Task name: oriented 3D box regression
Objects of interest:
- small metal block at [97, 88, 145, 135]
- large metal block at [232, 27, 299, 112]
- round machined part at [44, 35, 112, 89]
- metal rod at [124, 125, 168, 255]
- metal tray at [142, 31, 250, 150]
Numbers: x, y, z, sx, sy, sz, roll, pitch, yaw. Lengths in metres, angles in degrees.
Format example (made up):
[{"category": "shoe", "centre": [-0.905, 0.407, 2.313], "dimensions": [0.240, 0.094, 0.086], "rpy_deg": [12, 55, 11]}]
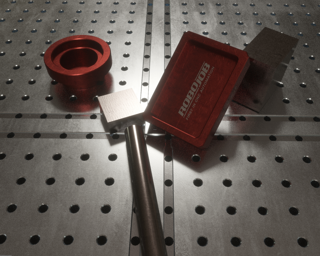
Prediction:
[{"category": "small metal block", "centre": [-0.053, -0.024, 0.427], "dimensions": [0.050, 0.025, 0.050], "rpy_deg": [-17, 52, -15]}, {"category": "large metal block", "centre": [0.146, -0.084, 0.443], "dimensions": [0.050, 0.080, 0.080], "rpy_deg": [30, 55, 21]}, {"category": "round machined part", "centre": [-0.123, -0.098, 0.477], "dimensions": [0.099, 0.042, 0.098], "rpy_deg": [0, 50, 0]}, {"category": "metal rod", "centre": [-0.007, 0.117, 0.308], "dimensions": [0.025, 0.025, 0.300], "rpy_deg": [-8, 51, -7]}, {"category": "metal tray", "centre": [0.046, -0.049, 0.399], "dimensions": [0.090, 0.030, 0.129], "rpy_deg": [27, 91, 20]}]
